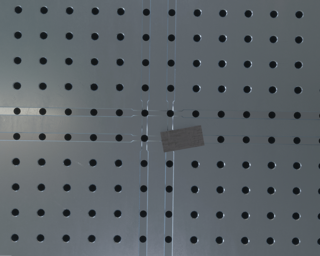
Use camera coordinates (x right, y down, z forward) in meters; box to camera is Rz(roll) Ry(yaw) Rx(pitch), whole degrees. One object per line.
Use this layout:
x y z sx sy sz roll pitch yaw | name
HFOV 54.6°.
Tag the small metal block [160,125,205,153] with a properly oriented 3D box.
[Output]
0.027 0.013 0.401 0.050 0.050 0.025 -10 90 0 | small metal block
